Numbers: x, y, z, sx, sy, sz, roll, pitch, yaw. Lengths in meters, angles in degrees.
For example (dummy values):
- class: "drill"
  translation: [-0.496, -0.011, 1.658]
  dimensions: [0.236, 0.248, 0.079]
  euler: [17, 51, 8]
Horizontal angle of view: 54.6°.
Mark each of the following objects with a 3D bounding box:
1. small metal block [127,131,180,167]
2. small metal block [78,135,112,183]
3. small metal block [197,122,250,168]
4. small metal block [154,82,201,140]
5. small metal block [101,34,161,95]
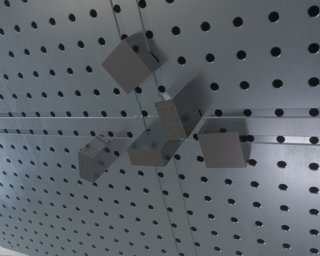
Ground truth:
- class: "small metal block"
  translation: [-0.008, 0.026, 0.416]
  dimensions: [0.050, 0.050, 0.025]
  euler: [-1, 118, 29]
- class: "small metal block"
  translation: [-0.099, 0.047, 0.477]
  dimensions: [0.025, 0.050, 0.050]
  euler: [19, 126, 17]
- class: "small metal block"
  translation: [0.079, 0.022, 0.383]
  dimensions: [0.050, 0.025, 0.050]
  euler: [-5, 116, 30]
- class: "small metal block"
  translation: [0.023, -0.020, 0.371]
  dimensions: [0.025, 0.050, 0.050]
  euler: [-9, 114, 32]
- class: "small metal block"
  translation: [-0.036, -0.078, 0.383]
  dimensions: [0.050, 0.025, 0.050]
  euler: [49, 129, -6]
